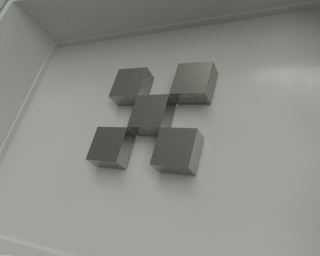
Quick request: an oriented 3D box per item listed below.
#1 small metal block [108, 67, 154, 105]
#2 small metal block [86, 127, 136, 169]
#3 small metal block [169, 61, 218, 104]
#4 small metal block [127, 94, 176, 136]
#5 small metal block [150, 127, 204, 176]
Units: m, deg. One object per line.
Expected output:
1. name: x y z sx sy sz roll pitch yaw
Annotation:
1. small metal block: -0.042 -0.062 0.464 0.050 0.025 0.050 2 62 29
2. small metal block: -0.066 0.026 0.422 0.050 0.025 0.050 1 62 28
3. small metal block: 0.046 -0.060 0.416 0.050 0.025 0.050 3 63 29
4. small metal block: -0.011 -0.017 0.419 0.050 0.025 0.050 1 62 28
5. small metal block: 0.021 0.027 0.375 0.050 0.025 0.050 2 62 29
